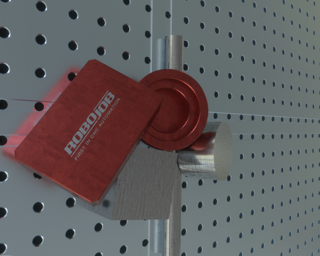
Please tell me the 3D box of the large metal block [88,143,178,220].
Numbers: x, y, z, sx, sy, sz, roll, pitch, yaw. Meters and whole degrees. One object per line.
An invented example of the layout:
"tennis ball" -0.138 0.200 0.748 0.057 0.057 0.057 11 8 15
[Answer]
"large metal block" -0.030 0.063 0.368 0.081 0.050 0.080 13 82 -39

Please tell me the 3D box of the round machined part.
"round machined part" 0.007 -0.021 0.387 0.099 0.042 0.097 0 89 -15

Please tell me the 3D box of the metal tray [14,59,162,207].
"metal tray" -0.067 0.001 0.317 0.090 0.030 0.130 29 67 5

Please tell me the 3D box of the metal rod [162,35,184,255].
"metal rod" 0.018 0.025 0.425 0.025 0.025 0.298 2 89 -40

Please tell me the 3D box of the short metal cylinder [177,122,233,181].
"short metal cylinder" 0.065 0.031 0.430 0.080 0.050 0.079 -1 91 -60
